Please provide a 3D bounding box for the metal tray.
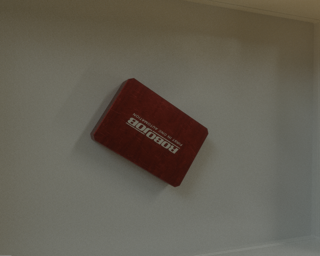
[{"bbox_3d":[-0.011,0.008,0.405,0.130,0.030,0.090,33,79,-17],"label":"metal tray"}]
